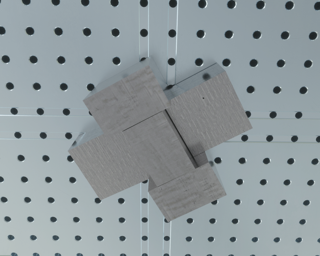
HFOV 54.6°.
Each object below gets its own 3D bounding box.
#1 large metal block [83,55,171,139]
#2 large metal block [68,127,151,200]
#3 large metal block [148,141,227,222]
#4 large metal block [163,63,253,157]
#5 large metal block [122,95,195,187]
[{"bbox_3d":[-0.035,-0.040,0.368,0.080,0.080,0.050,-27,108,9],"label":"large metal block"},{"bbox_3d":[-0.060,0.037,0.414,0.080,0.050,0.080,-25,108,9],"label":"large metal block"},{"bbox_3d":[0.033,0.065,0.408,0.080,0.080,0.050,-27,108,9],"label":"large metal block"},{"bbox_3d":[0.057,-0.023,0.391,0.080,0.050,0.080,-27,110,9],"label":"large metal block"},{"bbox_3d":[0.000,0.012,0.388,0.050,0.080,0.080,-27,108,10],"label":"large metal block"}]
